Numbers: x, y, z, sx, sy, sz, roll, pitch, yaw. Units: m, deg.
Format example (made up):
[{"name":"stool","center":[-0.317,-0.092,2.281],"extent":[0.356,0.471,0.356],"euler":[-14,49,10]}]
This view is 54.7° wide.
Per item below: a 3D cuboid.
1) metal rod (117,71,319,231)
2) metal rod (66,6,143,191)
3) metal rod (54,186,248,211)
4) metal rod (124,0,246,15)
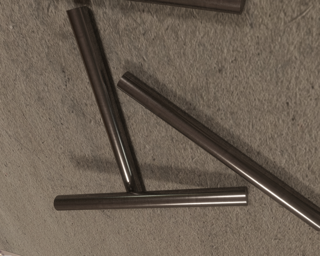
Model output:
[{"name":"metal rod","center":[0.075,0.026,0.382],"extent":[0.301,0.025,0.025],"euler":[36,129,3]},{"name":"metal rod","center":[-0.067,-0.012,0.433],"extent":[0.025,0.025,0.298],"euler":[0,119,27]},{"name":"metal rod","center":[-0.027,0.106,0.455],"extent":[0.301,0.025,0.025],"euler":[-7,115,21]},{"name":"metal rod","center":[-0.059,-0.156,0.339],"extent":[0.301,0.025,0.025],"euler":[15,125,19]}]
